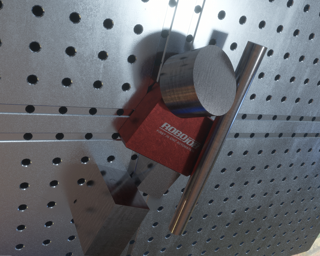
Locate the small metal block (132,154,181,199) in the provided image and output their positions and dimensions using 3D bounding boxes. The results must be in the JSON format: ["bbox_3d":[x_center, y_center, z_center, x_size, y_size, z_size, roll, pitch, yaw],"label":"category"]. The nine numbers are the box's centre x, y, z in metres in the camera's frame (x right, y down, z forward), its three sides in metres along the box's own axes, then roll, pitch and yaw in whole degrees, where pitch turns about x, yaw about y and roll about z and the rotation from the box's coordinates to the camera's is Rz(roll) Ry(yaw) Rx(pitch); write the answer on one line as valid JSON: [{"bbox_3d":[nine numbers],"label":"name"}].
[{"bbox_3d":[-0.007,0.071,0.453,0.050,0.025,0.050,34,99,-39],"label":"small metal block"}]

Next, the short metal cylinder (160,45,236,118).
[{"bbox_3d":[0.046,-0.052,0.366,0.081,0.050,0.080,3,85,-44],"label":"short metal cylinder"}]

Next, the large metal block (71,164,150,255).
[{"bbox_3d":[-0.069,0.107,0.406,0.050,0.080,0.080,21,107,-36],"label":"large metal block"}]

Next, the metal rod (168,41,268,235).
[{"bbox_3d":[0.072,0.029,0.430,0.025,0.025,0.298,6,116,-31],"label":"metal rod"}]

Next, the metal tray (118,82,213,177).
[{"bbox_3d":[0.020,0.006,0.425,0.131,0.030,0.090,31,101,-38],"label":"metal tray"}]
